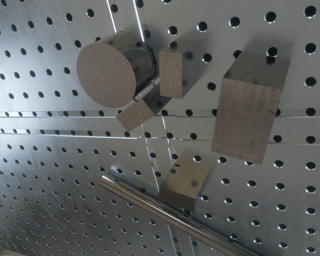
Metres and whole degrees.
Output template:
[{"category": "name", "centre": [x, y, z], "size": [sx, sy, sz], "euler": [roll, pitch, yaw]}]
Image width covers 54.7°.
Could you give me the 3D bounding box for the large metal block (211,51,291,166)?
[{"category": "large metal block", "centre": [0.092, -0.023, 0.312], "size": [0.050, 0.080, 0.079], "euler": [16, 125, 19]}]

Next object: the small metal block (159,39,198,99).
[{"category": "small metal block", "centre": [0.021, -0.066, 0.342], "size": [0.025, 0.050, 0.050], "euler": [12, 123, 21]}]

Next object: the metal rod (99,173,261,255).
[{"category": "metal rod", "centre": [0.039, 0.150, 0.481], "size": [0.301, 0.025, 0.025], "euler": [26, 127, 11]}]

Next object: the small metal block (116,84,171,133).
[{"category": "small metal block", "centre": [-0.020, -0.026, 0.388], "size": [0.050, 0.050, 0.025], "euler": [-30, 102, 37]}]

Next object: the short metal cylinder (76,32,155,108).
[{"category": "short metal cylinder", "centre": [-0.053, -0.071, 0.378], "size": [0.080, 0.050, 0.079], "euler": [13, 124, 20]}]

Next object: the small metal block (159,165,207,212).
[{"category": "small metal block", "centre": [0.032, 0.082, 0.428], "size": [0.050, 0.050, 0.025], "euler": [15, 125, 19]}]
